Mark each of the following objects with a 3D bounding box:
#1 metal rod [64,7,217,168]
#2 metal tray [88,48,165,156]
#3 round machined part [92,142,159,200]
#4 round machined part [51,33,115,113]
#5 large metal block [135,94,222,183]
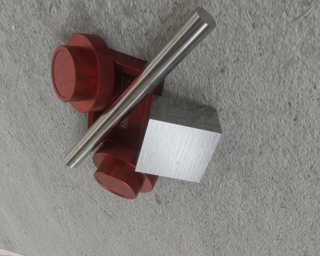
[{"bbox_3d":[-0.046,-0.026,0.378,0.025,0.025,0.299,46,129,-4],"label":"metal rod"},{"bbox_3d":[-0.049,-0.030,0.412,0.090,0.030,0.129,22,127,14],"label":"metal tray"},{"bbox_3d":[-0.055,0.067,0.445,0.098,0.042,0.098,20,148,14],"label":"round machined part"},{"bbox_3d":[-0.101,-0.067,0.383,0.098,0.042,0.097,12,106,47],"label":"round machined part"},{"bbox_3d":[0.019,0.014,0.372,0.081,0.050,0.079,12,127,-8],"label":"large metal block"}]
